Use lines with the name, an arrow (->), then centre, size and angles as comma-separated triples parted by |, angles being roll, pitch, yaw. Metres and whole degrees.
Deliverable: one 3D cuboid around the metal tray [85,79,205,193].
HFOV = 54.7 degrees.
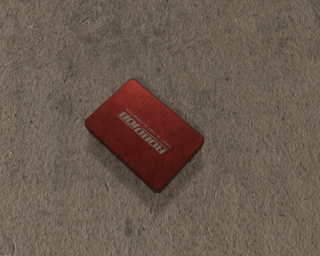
metal tray -> -0.020, 0.009, 0.402 | 0.130, 0.030, 0.090 | 41, 75, 13
